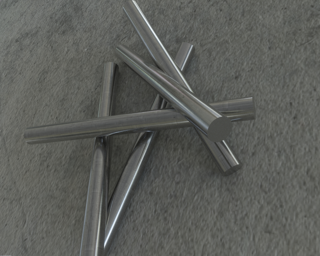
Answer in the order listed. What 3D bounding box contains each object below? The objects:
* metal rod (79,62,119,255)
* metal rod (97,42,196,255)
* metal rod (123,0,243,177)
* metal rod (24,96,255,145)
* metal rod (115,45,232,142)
[{"bbox_3d":[-0.075,0.019,0.410,0.025,0.025,0.300,-17,49,18],"label":"metal rod"},{"bbox_3d":[-0.016,0.012,0.403,0.025,0.025,0.300,11,67,32],"label":"metal rod"},{"bbox_3d":[0.016,-0.070,0.406,0.025,0.025,0.299,-32,61,7],"label":"metal rod"},{"bbox_3d":[-0.041,-0.005,0.377,0.301,0.025,0.025,-7,59,22],"label":"metal rod"},{"bbox_3d":[-0.005,-0.062,0.391,0.025,0.025,0.300,-41,35,0],"label":"metal rod"}]
